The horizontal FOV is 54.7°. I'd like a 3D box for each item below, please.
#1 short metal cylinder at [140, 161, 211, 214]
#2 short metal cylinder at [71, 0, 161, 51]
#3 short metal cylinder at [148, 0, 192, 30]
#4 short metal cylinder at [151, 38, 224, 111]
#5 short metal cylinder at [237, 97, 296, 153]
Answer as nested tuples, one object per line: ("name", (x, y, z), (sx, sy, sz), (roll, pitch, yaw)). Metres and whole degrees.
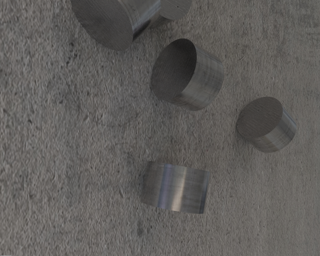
("short metal cylinder", (0.019, 0.073, 0.385), (0.081, 0.080, 0.050), (17, 80, -39))
("short metal cylinder", (-0.047, -0.130, 0.329), (0.050, 0.080, 0.080), (-52, 121, -27))
("short metal cylinder", (-0.006, -0.168, 0.383), (0.081, 0.050, 0.080), (0, 90, -40))
("short metal cylinder", (0.034, -0.067, 0.397), (0.050, 0.080, 0.080), (18, 79, -39))
("short metal cylinder", (0.177, -0.005, 0.517), (0.050, 0.080, 0.080), (38, 67, -34))
